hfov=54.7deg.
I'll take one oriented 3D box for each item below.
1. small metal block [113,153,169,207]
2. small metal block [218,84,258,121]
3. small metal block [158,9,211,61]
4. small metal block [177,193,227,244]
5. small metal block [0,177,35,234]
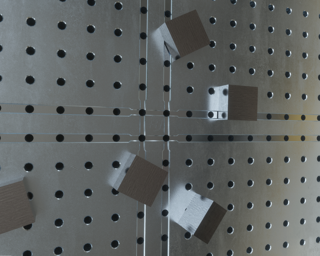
[{"bbox_3d":[-0.025,0.068,0.404,0.050,0.025,0.050,31,80,-18],"label":"small metal block"},{"bbox_3d":[0.115,-0.036,0.457,0.050,0.025,0.050,2,90,-21],"label":"small metal block"},{"bbox_3d":[0.034,-0.127,0.426,0.050,0.025,0.050,-29,100,-18],"label":"small metal block"},{"bbox_3d":[0.057,0.122,0.422,0.025,0.050,0.050,38,78,-17],"label":"small metal block"},{"bbox_3d":[-0.174,0.088,0.349,0.050,0.025,0.050,-16,96,-20],"label":"small metal block"}]
